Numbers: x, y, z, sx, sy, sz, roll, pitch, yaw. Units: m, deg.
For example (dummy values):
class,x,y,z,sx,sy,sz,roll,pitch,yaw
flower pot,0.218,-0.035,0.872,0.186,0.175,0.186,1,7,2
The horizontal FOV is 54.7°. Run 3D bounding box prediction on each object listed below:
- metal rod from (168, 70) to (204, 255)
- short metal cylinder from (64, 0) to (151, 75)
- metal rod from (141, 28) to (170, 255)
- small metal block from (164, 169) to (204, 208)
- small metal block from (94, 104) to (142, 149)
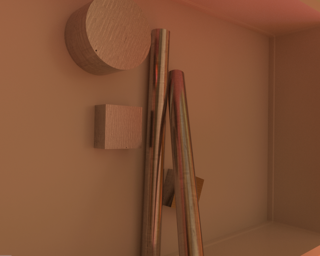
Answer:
class,x,y,z,sx,sy,sz,roll,pitch,yaw
metal rod,0.028,0.056,0.354,0.025,0.025,0.299,24,50,-38
short metal cylinder,-0.057,-0.101,0.344,0.081,0.050,0.079,0,90,-40
metal rod,-0.006,0.022,0.403,0.025,0.025,0.298,4,87,-40
small metal block,0.031,0.089,0.435,0.050,0.025,0.050,26,74,-37
small metal block,-0.049,-0.001,0.367,0.050,0.025,0.050,2,89,-40
